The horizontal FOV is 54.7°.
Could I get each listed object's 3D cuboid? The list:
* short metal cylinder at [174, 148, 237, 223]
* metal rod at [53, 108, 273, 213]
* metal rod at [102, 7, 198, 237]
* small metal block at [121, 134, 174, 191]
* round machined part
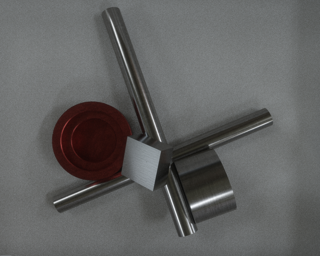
[{"bbox_3d":[0.054,0.071,0.383,0.050,0.080,0.080,-20,90,0],"label":"short metal cylinder"},{"bbox_3d":[0.005,0.043,0.410,0.301,0.025,0.025,-23,90,-1],"label":"metal rod"},{"bbox_3d":[-0.015,-0.013,0.392,0.025,0.025,0.299,-19,83,0],"label":"metal rod"},{"bbox_3d":[-0.016,0.039,0.369,0.050,0.025,0.050,21,109,32],"label":"small metal block"},{"bbox_3d":[-0.084,0.016,0.401,0.099,0.042,0.097,0,90,-1],"label":"round machined part"}]
